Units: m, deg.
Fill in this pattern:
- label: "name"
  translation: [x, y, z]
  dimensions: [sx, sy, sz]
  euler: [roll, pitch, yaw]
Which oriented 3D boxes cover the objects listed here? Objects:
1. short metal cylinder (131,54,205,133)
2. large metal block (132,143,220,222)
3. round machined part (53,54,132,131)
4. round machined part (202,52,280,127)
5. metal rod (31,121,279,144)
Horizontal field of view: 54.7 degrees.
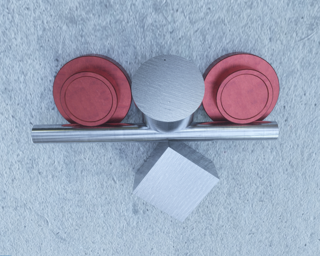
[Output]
- label: "short metal cylinder"
  translation: [0.009, -0.038, 0.364]
  dimensions: [0.080, 0.050, 0.080]
  euler: [0, 75, 0]
- label: "large metal block"
  translation: [0.020, 0.066, 0.420]
  dimensions: [0.080, 0.050, 0.080]
  euler: [34, 107, -12]
- label: "round machined part"
  translation: [-0.084, -0.040, 0.385]
  dimensions: [0.099, 0.042, 0.097]
  euler: [0, 110, 0]
- label: "round machined part"
  translation: [0.101, -0.043, 0.387]
  dimensions: [0.099, 0.042, 0.097]
  euler: [0, 110, 0]
- label: "metal rod"
  translation: [-0.006, 0.006, 0.390]
  dimensions: [0.302, 0.025, 0.025]
  euler: [-1, 110, 0]
